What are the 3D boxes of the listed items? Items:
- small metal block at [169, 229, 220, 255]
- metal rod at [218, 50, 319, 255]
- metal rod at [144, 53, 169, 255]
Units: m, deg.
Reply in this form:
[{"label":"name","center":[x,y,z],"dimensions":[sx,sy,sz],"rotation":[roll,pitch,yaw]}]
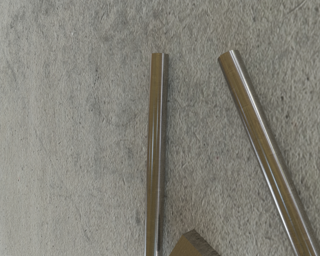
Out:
[{"label":"small metal block","center":[0.040,0.160,0.370],"dimensions":[0.050,0.025,0.050],"rotation":[40,114,32]},{"label":"metal rod","center":[0.120,0.059,0.305],"dimensions":[0.025,0.025,0.299],"rotation":[-28,73,36]},{"label":"metal rod","center":[-0.005,0.054,0.407],"dimensions":[0.025,0.025,0.298],"rotation":[3,92,39]}]
